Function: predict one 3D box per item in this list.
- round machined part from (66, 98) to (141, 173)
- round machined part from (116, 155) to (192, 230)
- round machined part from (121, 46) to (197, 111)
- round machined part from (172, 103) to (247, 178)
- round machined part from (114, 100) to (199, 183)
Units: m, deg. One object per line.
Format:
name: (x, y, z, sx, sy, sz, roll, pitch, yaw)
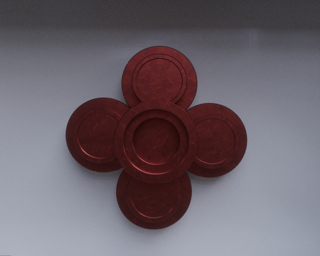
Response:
round machined part: (-0.073, 0.009, 0.400, 0.099, 0.042, 0.097, 0, 90, 0)
round machined part: (-0.008, 0.083, 0.401, 0.099, 0.042, 0.097, 0, 88, -1)
round machined part: (-0.001, -0.058, 0.400, 0.099, 0.042, 0.097, 0, 90, 0)
round machined part: (0.064, 0.016, 0.401, 0.099, 0.042, 0.097, 0, 90, 0)
round machined part: (-0.004, 0.015, 0.380, 0.099, 0.042, 0.097, 0, 90, 0)
